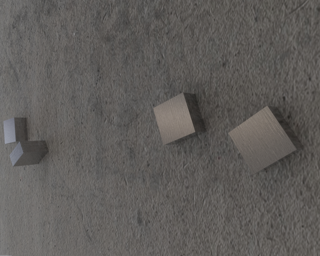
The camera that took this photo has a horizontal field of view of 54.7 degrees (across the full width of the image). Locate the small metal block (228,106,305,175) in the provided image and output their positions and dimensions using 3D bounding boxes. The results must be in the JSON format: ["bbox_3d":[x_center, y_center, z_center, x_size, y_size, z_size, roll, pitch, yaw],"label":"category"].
[{"bbox_3d":[0.107,0.012,0.316,0.050,0.025,0.050,-40,66,32],"label":"small metal block"}]

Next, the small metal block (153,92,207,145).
[{"bbox_3d":[0.024,-0.010,0.385,0.050,0.025,0.050,-25,74,37],"label":"small metal block"}]

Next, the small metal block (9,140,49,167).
[{"bbox_3d":[-0.252,0.049,0.597,0.050,0.050,0.025,-42,65,32],"label":"small metal block"}]

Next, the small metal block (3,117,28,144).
[{"bbox_3d":[-0.308,0.006,0.660,0.050,0.025,0.050,-10,84,39],"label":"small metal block"}]
